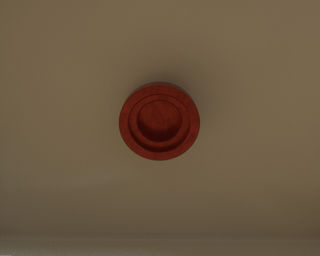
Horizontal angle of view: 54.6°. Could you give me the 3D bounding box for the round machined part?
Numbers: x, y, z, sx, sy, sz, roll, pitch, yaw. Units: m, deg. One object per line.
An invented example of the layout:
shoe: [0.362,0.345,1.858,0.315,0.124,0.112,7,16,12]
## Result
round machined part: [-0.001,-0.011,0.395,0.099,0.042,0.097,0,110,0]
